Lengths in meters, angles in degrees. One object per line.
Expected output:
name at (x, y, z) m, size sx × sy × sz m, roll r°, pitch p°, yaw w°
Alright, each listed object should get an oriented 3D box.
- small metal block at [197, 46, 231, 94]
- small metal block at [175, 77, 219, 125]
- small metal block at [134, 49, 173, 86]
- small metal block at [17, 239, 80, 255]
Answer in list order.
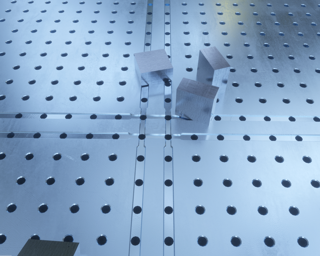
small metal block at (0.079, -0.085, 0.464) m, size 0.025 × 0.050 × 0.050 m, roll -15°, pitch 52°, yaw -12°
small metal block at (0.050, -0.036, 0.422) m, size 0.050 × 0.050 × 0.025 m, roll 18°, pitch 52°, yaw 14°
small metal block at (-0.011, -0.097, 0.489) m, size 0.050 × 0.025 × 0.050 m, roll -12°, pitch 51°, yaw -10°
small metal block at (-0.105, 0.130, 0.283) m, size 0.050 × 0.025 × 0.050 m, roll 3°, pitch 19°, yaw 2°
